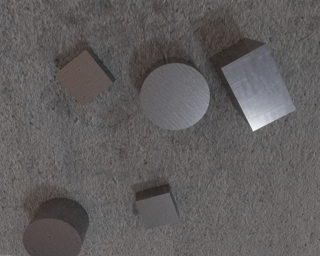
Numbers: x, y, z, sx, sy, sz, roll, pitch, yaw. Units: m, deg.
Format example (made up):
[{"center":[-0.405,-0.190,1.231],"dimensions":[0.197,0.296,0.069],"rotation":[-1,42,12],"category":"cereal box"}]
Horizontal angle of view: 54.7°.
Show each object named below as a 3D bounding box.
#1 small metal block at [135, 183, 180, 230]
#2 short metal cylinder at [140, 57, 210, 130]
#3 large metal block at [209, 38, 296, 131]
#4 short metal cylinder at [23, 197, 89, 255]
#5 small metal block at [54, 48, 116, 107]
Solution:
[{"center":[-0.003,0.114,0.452],"dimensions":[0.050,0.025,0.050],"rotation":[-16,110,6],"category":"small metal block"},{"center":[0.017,-0.043,0.381],"dimensions":[0.081,0.050,0.079],"rotation":[0,110,0],"category":"short metal cylinder"},{"center":[0.104,-0.054,0.362],"dimensions":[0.050,0.080,0.080],"rotation":[-29,108,10],"category":"large metal block"},{"center":[-0.149,0.149,0.450],"dimensions":[0.081,0.050,0.079],"rotation":[0,110,0],"category":"short metal cylinder"},{"center":[-0.092,-0.064,0.386],"dimensions":[0.050,0.025,0.050],"rotation":[-35,107,12],"category":"small metal block"}]
